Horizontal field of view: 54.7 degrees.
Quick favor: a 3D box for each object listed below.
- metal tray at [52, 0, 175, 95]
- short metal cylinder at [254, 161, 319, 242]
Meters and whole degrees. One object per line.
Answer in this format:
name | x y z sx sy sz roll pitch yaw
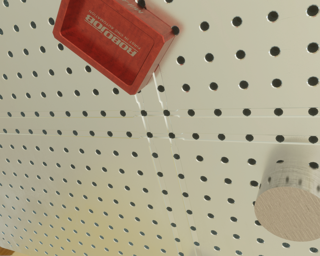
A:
metal tray | -0.059 -0.112 0.369 0.130 0.030 0.089 37 129 3
short metal cylinder | 0.157 0.086 0.365 0.080 0.050 0.079 13 124 21
